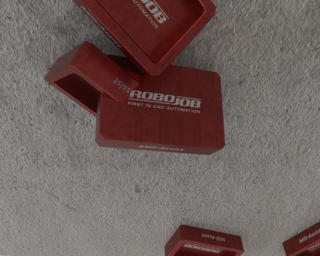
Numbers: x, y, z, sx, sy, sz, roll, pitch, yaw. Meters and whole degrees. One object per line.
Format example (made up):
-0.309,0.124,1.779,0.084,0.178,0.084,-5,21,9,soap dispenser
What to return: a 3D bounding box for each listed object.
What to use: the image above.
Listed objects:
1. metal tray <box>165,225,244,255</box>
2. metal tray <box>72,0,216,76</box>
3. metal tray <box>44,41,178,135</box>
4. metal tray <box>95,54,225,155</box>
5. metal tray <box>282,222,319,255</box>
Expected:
0.085,0.237,0.606,0.131,0.030,0.089,15,129,-13,metal tray
-0.021,-0.121,0.272,0.090,0.030,0.130,-48,121,-3,metal tray
-0.053,-0.032,0.343,0.130,0.030,0.090,38,158,-28,metal tray
0.002,-0.022,0.328,0.131,0.090,0.030,6,161,-17,metal tray
0.317,0.221,0.594,0.090,0.030,0.129,27,125,-21,metal tray
